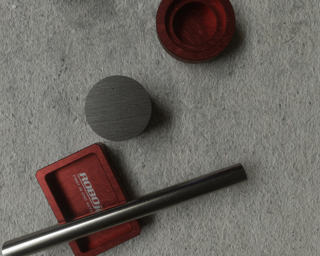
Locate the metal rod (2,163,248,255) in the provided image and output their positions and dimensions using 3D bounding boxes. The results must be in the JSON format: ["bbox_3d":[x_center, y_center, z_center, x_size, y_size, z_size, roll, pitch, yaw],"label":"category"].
[{"bbox_3d":[-0.040,0.102,0.379,0.302,0.025,0.025,-18,90,-2],"label":"metal rod"}]

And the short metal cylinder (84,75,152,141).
[{"bbox_3d":[-0.050,-0.024,0.397,0.081,0.050,0.079,0,90,-1],"label":"short metal cylinder"}]

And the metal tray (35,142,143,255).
[{"bbox_3d":[-0.091,0.095,0.406,0.090,0.030,0.129,-26,90,-1],"label":"metal tray"}]

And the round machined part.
[{"bbox_3d":[0.044,-0.132,0.402,0.099,0.042,0.097,0,90,-1],"label":"round machined part"}]
